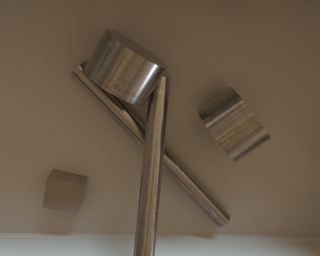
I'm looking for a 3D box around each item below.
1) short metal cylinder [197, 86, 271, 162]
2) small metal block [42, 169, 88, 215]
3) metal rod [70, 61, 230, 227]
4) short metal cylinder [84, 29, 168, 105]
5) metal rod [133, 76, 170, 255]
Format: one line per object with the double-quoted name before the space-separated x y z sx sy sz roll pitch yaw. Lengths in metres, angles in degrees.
"short metal cylinder" 0.090 -0.005 0.382 0.050 0.080 0.080 -37 106 12
"small metal block" -0.135 0.091 0.443 0.050 0.025 0.050 14 109 -6
"metal rod" -0.004 0.032 0.422 0.025 0.025 0.300 -39 106 13
"short metal cylinder" -0.039 -0.070 0.356 0.080 0.080 0.050 31 107 -11
"metal rod" -0.013 0.086 0.375 0.025 0.025 0.298 6 84 -3
